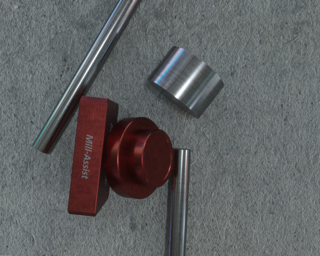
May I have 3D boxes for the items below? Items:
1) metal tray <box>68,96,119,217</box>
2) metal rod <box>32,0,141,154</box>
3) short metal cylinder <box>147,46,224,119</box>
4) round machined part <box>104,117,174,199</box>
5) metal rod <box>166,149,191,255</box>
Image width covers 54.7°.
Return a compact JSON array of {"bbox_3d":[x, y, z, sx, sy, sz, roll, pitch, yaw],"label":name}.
[{"bbox_3d":[-0.078,0.030,0.376,0.030,0.090,0.129,6,90,0],"label":"metal tray"},{"bbox_3d":[-0.080,-0.100,0.409,0.025,0.025,0.299,31,90,0],"label":"metal rod"},{"bbox_3d":[0.031,-0.055,0.383,0.080,0.080,0.050,38,90,0],"label":"short metal cylinder"},{"bbox_3d":[-0.018,0.036,0.370,0.042,0.099,0.097,-2,90,32],"label":"round machined part"},{"bbox_3d":[0.021,0.177,0.410,0.025,0.025,0.298,3,90,0],"label":"metal rod"}]
